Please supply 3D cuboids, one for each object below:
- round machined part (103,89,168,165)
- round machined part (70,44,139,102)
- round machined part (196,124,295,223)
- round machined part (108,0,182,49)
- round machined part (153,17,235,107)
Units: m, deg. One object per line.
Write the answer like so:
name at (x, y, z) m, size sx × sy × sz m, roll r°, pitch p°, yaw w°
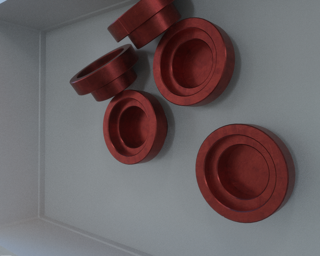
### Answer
round machined part at (-0.029, -0.001, 0.417) m, size 0.098 × 0.042 × 0.097 m, roll 0°, pitch 90°, yaw 39°
round machined part at (-0.071, -0.072, 0.428) m, size 0.098 × 0.098 × 0.042 m, roll -11°, pitch 120°, yaw 39°
round machined part at (0.089, 0.044, 0.321) m, size 0.098 × 0.042 × 0.097 m, roll 0°, pitch 90°, yaw 39°
round machined part at (-0.013, -0.134, 0.381) m, size 0.098 × 0.098 × 0.042 m, roll -24°, pitch 112°, yaw 37°
round machined part at (0.042, -0.073, 0.359) m, size 0.098 × 0.042 × 0.097 m, roll 0°, pitch 90°, yaw 39°
